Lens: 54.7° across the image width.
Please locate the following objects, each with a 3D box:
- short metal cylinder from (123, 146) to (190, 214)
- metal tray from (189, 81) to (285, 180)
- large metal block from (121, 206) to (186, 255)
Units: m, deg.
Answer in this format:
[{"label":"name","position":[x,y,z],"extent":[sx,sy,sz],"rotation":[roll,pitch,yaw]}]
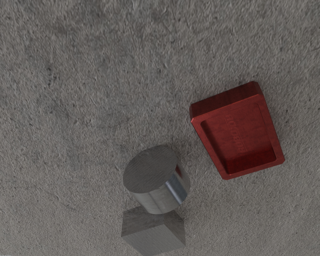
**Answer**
[{"label":"short metal cylinder","position":[-0.004,0.072,0.432],"extent":[0.080,0.080,0.050],"rotation":[-19,128,15]},{"label":"metal tray","position":[0.105,0.009,0.412],"extent":[0.090,0.030,0.130],"rotation":[-21,128,16]},{"label":"large metal block","position":[-0.010,0.176,0.541],"extent":[0.080,0.050,0.080],"rotation":[-23,127,18]}]
